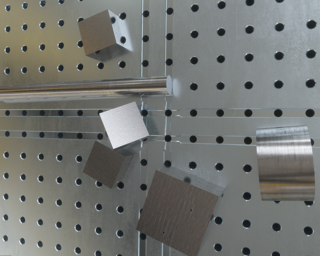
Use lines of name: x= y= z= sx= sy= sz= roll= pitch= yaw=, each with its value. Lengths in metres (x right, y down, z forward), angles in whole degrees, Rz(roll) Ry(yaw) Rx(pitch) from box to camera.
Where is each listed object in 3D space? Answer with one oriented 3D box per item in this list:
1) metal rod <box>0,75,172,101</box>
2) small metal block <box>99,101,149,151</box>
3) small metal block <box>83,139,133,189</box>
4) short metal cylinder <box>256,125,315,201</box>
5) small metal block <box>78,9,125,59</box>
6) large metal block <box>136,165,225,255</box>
metal rod: x=-0.130 y=-0.056 z=0.456 sx=0.301 sy=0.025 sz=0.025 roll=0 pitch=90 yaw=19
small metal block: x=-0.049 y=-0.002 z=0.416 sx=0.050 sy=0.025 sz=0.050 roll=-21 pitch=82 yaw=-15
small metal block: x=-0.073 y=0.050 z=0.437 sx=0.050 sy=0.025 sz=0.050 roll=26 pitch=99 yaw=17
short metal cylinder: x=0.134 y=0.038 z=0.336 sx=0.050 sy=0.080 sz=0.080 roll=-5 pitch=89 yaw=20
small metal block: x=-0.084 y=-0.132 z=0.441 sx=0.050 sy=0.025 sz=0.050 roll=-16 pitch=85 yaw=19
large metal block: x=0.027 y=0.101 z=0.389 sx=0.080 sy=0.050 sz=0.080 roll=20 pitch=97 yaw=18
